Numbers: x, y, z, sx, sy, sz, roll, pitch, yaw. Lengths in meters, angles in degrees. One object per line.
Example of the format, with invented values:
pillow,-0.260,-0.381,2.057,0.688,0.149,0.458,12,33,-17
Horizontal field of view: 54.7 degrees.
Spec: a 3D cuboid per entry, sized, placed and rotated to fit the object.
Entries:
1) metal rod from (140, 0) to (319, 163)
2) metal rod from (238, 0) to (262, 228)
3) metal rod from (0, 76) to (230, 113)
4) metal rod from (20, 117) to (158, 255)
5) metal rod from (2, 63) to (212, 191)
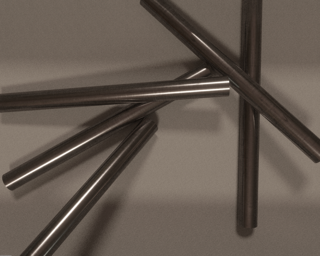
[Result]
metal rod,0.089,-0.070,0.392,0.300,0.025,0.025,44,90,8
metal rod,0.120,-0.020,0.413,0.025,0.025,0.298,1,90,-1
metal rod,-0.067,-0.042,0.393,0.302,0.025,0.025,-4,90,6
metal rod,-0.099,0.097,0.343,0.025,0.025,0.301,40,62,0
metal rod,-0.068,-0.002,0.410,0.301,0.025,0.025,-29,90,-1
